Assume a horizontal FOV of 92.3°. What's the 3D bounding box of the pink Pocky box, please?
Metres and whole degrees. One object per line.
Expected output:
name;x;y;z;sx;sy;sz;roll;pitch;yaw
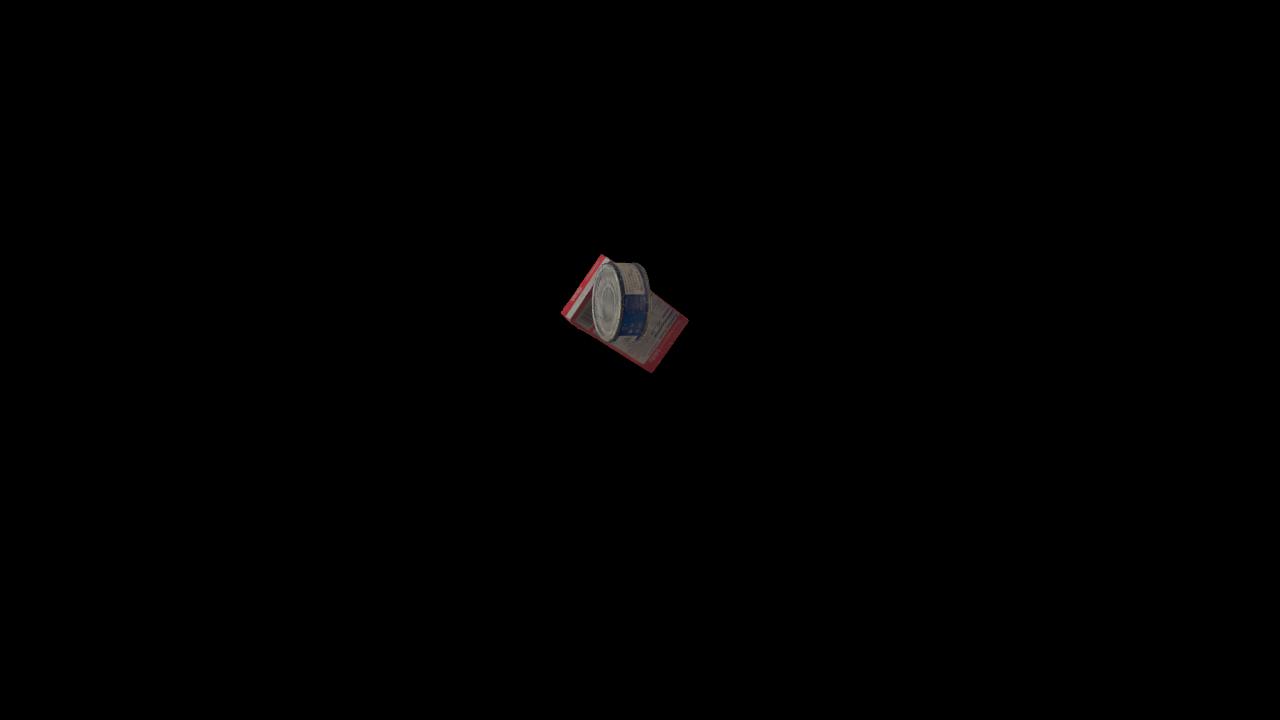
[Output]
pink Pocky box;-0.014;-0.051;0.733;0.155;0.084;0.029;32;4;-43

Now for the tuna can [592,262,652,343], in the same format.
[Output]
tuna can;-0.021;-0.058;0.634;0.034;0.084;0.084;-2;1;-25
